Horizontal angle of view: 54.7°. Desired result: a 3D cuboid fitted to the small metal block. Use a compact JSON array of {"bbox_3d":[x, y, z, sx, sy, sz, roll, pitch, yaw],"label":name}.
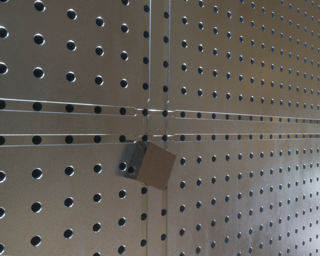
[{"bbox_3d":[-0.011,0.050,0.402,0.050,0.025,0.050,31,71,-36],"label":"small metal block"}]
